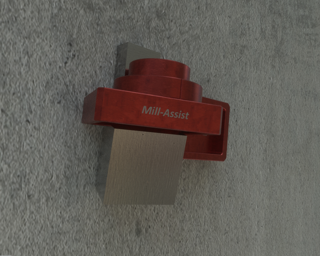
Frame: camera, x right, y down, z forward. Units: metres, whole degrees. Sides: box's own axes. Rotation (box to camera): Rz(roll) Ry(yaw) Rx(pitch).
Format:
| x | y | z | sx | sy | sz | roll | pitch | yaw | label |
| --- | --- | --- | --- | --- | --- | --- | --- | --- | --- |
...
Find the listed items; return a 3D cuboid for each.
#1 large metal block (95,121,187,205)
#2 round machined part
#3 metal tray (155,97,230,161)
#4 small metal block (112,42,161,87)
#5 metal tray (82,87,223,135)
| x | y | z | sx | sy | sz | roll | pitch | yaw | label |
| --- | --- | --- | --- | --- | --- | --- | --- | --- | --- |
| -0.023 | 0.038 | 0.348 | 0.081 | 0.050 | 0.079 | 6 | 99 | -22 | large metal block |
| -0.002 | -0.048 | 0.345 | 0.099 | 0.098 | 0.042 | 8 | 85 | -40 | round machined part |
| 0.046 | 0.000 | 0.444 | 0.131 | 0.030 | 0.089 | 8 | 85 | -40 | metal tray |
| -0.028 | -0.073 | 0.385 | 0.050 | 0.025 | 0.050 | 8 | 85 | -40 | small metal block |
| -0.011 | -0.014 | 0.334 | 0.131 | 0.090 | 0.030 | 7 | 86 | -22 | metal tray |
